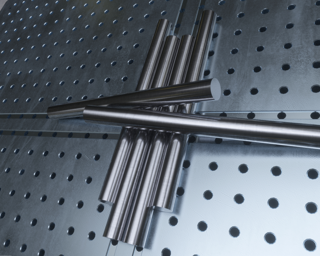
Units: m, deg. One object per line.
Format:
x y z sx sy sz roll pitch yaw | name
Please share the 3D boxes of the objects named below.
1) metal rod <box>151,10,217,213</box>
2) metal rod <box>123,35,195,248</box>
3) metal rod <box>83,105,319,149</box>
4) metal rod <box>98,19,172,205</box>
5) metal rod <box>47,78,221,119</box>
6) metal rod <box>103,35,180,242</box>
0.039 -0.040 0.412 0.025 0.025 0.300 1 62 29 | metal rod
0.007 -0.001 0.407 0.025 0.025 0.300 1 62 29 | metal rod
0.044 -0.004 0.362 0.301 0.025 0.025 6 65 21 | metal rod
-0.029 -0.039 0.447 0.025 0.025 0.300 1 62 29 | metal rod
-0.058 -0.035 0.432 0.300 0.025 0.025 -4 60 36 | metal rod
-0.017 -0.003 0.419 0.025 0.025 0.300 2 62 29 | metal rod
